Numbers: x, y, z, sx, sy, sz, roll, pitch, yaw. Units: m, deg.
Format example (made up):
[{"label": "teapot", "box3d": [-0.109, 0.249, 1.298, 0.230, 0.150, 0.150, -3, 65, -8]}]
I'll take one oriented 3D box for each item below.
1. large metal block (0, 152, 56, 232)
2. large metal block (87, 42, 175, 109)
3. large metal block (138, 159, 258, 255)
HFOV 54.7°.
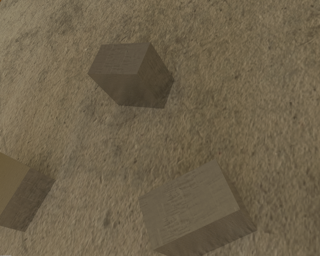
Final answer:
[{"label": "large metal block", "box3d": [-0.212, 0.089, 0.441, 0.080, 0.050, 0.080, 16, 70, 34]}, {"label": "large metal block", "box3d": [-0.038, -0.071, 0.430, 0.080, 0.080, 0.050, 6, 65, 31]}, {"label": "large metal block", "box3d": [0.038, 0.083, 0.297, 0.080, 0.080, 0.050, -29, 52, 10]}]
